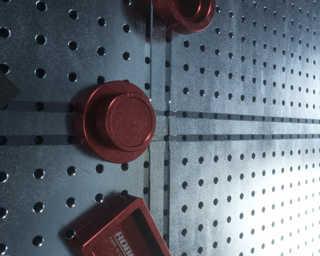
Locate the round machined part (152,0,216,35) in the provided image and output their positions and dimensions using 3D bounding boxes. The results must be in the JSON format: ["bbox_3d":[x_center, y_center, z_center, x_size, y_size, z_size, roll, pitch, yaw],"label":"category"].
[{"bbox_3d":[0.028,-0.176,0.420,0.099,0.042,0.097,0,90,-40],"label":"round machined part"}]

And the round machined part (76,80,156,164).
[{"bbox_3d":[-0.043,-0.007,0.362,0.099,0.042,0.097,0,90,-40],"label":"round machined part"}]

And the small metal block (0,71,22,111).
[{"bbox_3d":[-0.163,-0.033,0.272,0.050,0.025,0.050,-52,121,-27],"label":"small metal block"}]

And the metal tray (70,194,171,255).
[{"bbox_3d":[-0.037,0.158,0.374,0.091,0.030,0.129,-37,113,-34],"label":"metal tray"}]
